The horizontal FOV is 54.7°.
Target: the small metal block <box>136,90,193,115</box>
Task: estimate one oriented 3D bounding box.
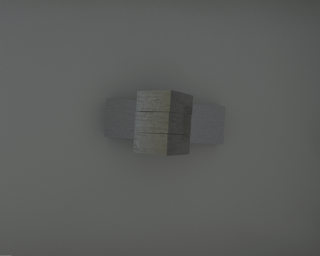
[{"bbox_3d":[0.006,-0.031,0.387,0.050,0.050,0.025,3,90,36],"label":"small metal block"}]

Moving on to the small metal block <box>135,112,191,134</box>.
[{"bbox_3d":[0.004,-0.006,0.387,0.050,0.050,0.025,2,90,36],"label":"small metal block"}]

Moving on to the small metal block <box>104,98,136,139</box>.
[{"bbox_3d":[-0.045,-0.012,0.409,0.050,0.025,0.050,4,90,-1],"label":"small metal block"}]

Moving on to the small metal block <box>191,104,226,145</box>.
[{"bbox_3d":[0.058,-0.005,0.411,0.050,0.025,0.050,3,90,-1],"label":"small metal block"}]

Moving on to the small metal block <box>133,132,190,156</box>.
[{"bbox_3d":[0.003,0.019,0.387,0.050,0.050,0.025,2,90,36],"label":"small metal block"}]
